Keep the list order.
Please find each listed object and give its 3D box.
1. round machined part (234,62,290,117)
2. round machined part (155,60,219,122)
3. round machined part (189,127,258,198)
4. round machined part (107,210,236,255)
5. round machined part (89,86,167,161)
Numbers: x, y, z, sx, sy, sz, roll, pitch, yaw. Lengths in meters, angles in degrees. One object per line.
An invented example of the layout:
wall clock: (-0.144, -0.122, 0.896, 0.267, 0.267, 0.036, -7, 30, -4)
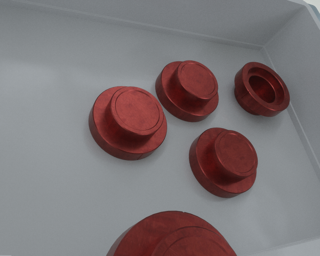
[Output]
round machined part: (0.166, -0.060, 0.524, 0.099, 0.042, 0.098, 14, 56, -21)
round machined part: (0.046, -0.061, 0.459, 0.099, 0.042, 0.098, 14, 56, -21)
round machined part: (0.093, 0.042, 0.421, 0.099, 0.042, 0.098, 14, 56, -21)
round machined part: (0.015, 0.100, 0.192, 0.099, 0.042, 0.098, 14, 56, -21)
round machined part: (-0.035, -0.012, 0.385, 0.099, 0.042, 0.098, 14, 56, -21)
